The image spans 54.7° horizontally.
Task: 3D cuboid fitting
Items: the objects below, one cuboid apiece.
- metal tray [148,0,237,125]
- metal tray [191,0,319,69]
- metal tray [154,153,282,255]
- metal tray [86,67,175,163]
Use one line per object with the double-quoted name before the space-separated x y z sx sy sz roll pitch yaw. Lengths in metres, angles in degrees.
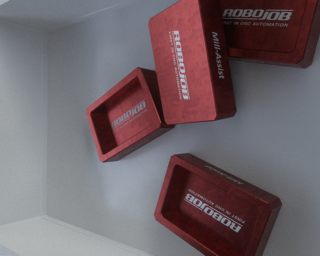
"metal tray" 0.033 -0.071 0.349 0.090 0.030 0.129 -5 96 55
"metal tray" 0.097 -0.116 0.323 0.130 0.030 0.089 18 101 38
"metal tray" 0.059 0.094 0.354 0.130 0.030 0.089 25 106 37
"metal tray" -0.048 -0.015 0.442 0.130 0.030 0.090 -31 71 35
